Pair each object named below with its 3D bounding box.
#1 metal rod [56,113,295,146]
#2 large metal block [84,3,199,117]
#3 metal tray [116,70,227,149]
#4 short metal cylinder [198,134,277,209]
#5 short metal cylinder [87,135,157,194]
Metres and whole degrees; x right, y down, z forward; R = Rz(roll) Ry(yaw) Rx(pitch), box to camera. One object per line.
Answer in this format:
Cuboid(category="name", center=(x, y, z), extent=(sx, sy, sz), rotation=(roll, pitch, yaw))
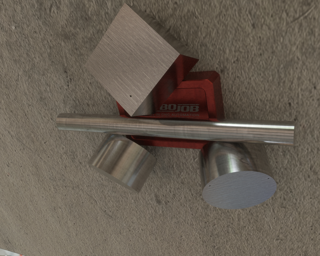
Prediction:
Cuboid(category="metal rod", center=(-0.003, -0.002, 0.370), extent=(0.300, 0.025, 0.025), rotation=(3, 120, 26))
Cuboid(category="large metal block", center=(-0.020, -0.070, 0.332), extent=(0.080, 0.050, 0.080), rotation=(47, 114, 16))
Cuboid(category="metal tray", center=(0.012, -0.021, 0.386), extent=(0.130, 0.030, 0.089), rotation=(2, 120, 27))
Cuboid(category="short metal cylinder", center=(0.087, 0.052, 0.357), extent=(0.081, 0.050, 0.080), rotation=(-1, 137, 0))
Cuboid(category="short metal cylinder", center=(-0.051, 0.048, 0.425), extent=(0.080, 0.050, 0.080), rotation=(28, 163, 9))
